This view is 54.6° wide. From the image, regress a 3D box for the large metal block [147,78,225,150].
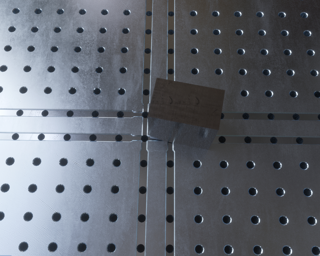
[{"bbox_3d":[0.031,-0.015,0.388,0.080,0.080,0.050,11,71,4],"label":"large metal block"}]
